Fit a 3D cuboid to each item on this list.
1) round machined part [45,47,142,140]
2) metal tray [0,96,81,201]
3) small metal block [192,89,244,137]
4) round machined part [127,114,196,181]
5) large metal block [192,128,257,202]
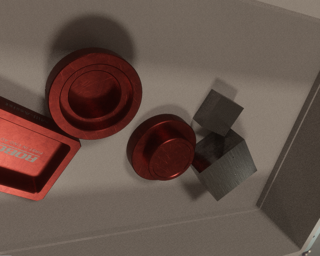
[{"bbox_3d":[-0.073,-0.039,0.335,0.099,0.042,0.097,-14,125,-21],"label":"round machined part"},{"bbox_3d":[-0.164,0.020,0.328,0.131,0.030,0.090,30,102,-38],"label":"metal tray"},{"bbox_3d":[0.084,-0.021,0.444,0.050,0.025,0.050,22,107,-37],"label":"small metal block"},{"bbox_3d":[0.008,0.033,0.424,0.099,0.042,0.097,-14,125,-21],"label":"round machined part"},{"bbox_3d":[0.094,0.053,0.479,0.080,0.050,0.080,-37,130,-4],"label":"large metal block"}]
